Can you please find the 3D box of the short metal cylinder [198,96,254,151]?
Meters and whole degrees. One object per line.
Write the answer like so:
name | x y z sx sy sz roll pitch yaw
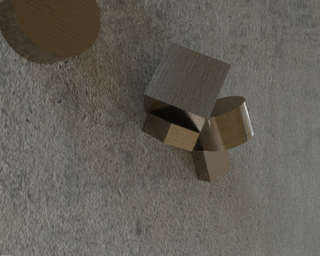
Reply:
short metal cylinder | 0.089 -0.008 0.446 0.081 0.080 0.050 -33 111 -35

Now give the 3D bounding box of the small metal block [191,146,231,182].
small metal block | 0.078 0.048 0.473 0.050 0.025 0.050 -25 106 -37

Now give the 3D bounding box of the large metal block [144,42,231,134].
large metal block | 0.033 -0.050 0.392 0.080 0.050 0.080 23 70 7

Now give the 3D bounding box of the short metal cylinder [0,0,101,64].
short metal cylinder | -0.106 -0.106 0.300 0.081 0.050 0.079 0 90 -40

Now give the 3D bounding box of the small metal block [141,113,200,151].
small metal block | 0.013 0.005 0.398 0.050 0.050 0.025 19 95 -39
